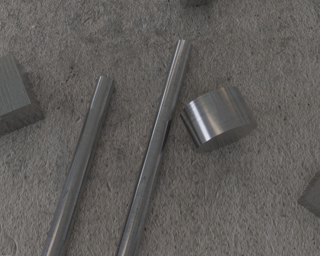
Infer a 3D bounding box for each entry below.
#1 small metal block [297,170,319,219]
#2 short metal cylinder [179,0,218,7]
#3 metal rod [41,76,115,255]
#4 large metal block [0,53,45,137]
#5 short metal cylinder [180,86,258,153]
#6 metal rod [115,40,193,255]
[{"bbox_3d":[0.207,0.086,0.379,0.050,0.025,0.050,37,74,12],"label":"small metal block"},{"bbox_3d":[0.055,-0.227,0.462,0.050,0.080,0.080,-12,71,-5],"label":"short metal cylinder"},{"bbox_3d":[-0.105,0.072,0.381,0.025,0.025,0.299,11,70,4],"label":"metal rod"},{"bbox_3d":[-0.211,-0.039,0.408,0.080,0.050,0.080,-25,72,-9],"label":"large metal block"},{"bbox_3d":[0.072,-0.008,0.383,0.080,0.080,0.050,-20,72,-7],"label":"short metal cylinder"},{"bbox_3d":[-0.002,0.015,0.402,0.025,0.025,0.299,14,70,5],"label":"metal rod"}]
